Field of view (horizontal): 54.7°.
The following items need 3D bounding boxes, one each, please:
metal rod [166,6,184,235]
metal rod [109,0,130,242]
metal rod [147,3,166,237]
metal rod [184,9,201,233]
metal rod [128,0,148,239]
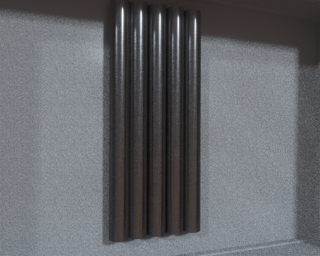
[{"bbox_3d":[0.020,-0.010,0.416,0.025,0.025,0.298,0,90,-20],"label":"metal rod"},{"bbox_3d":[-0.051,-0.010,0.390,0.025,0.025,0.298,0,90,-20],"label":"metal rod"},{"bbox_3d":[-0.005,-0.010,0.407,0.025,0.025,0.298,0,90,-20],"label":"metal rod"},{"bbox_3d":[0.043,-0.009,0.425,0.025,0.025,0.298,0,90,-20],"label":"metal rod"},{"bbox_3d":[-0.029,-0.010,0.399,0.025,0.025,0.298,0,90,-20],"label":"metal rod"}]
